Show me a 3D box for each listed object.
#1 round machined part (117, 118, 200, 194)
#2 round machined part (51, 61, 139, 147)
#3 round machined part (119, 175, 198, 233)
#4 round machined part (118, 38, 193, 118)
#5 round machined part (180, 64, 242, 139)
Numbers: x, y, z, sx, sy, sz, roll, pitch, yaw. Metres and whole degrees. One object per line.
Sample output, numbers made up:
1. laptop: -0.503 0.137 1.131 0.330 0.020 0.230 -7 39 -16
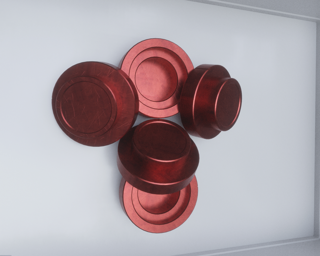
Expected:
1. round machined part: -0.001 0.026 0.369 0.099 0.098 0.042 -7 137 -20
2. round machined part: -0.076 -0.025 0.348 0.098 0.042 0.097 1 102 7
3. round machined part: -0.004 0.080 0.398 0.099 0.042 0.097 0 90 -20
4. round machined part: -0.008 -0.060 0.396 0.099 0.042 0.097 0 90 -20
5. round machined part: 0.072 -0.033 0.402 0.099 0.042 0.097 -18 114 -47
